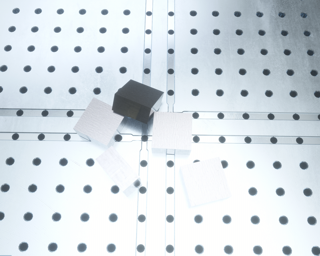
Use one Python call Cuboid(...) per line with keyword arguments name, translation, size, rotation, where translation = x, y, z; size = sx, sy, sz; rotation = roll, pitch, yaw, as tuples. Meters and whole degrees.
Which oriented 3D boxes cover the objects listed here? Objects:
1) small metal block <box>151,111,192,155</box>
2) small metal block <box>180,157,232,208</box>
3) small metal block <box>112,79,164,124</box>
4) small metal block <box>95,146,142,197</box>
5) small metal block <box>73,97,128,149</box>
Cuboid(name="small metal block", translation=(0.016, 0.007, 0.409), size=(0.050, 0.025, 0.050), rotation=(3, 70, 1))
Cuboid(name="small metal block", translation=(0.055, 0.068, 0.387), size=(0.050, 0.025, 0.050), rotation=(-13, 71, -5))
Cuboid(name="small metal block", translation=(-0.028, -0.036, 0.412), size=(0.050, 0.025, 0.050), rotation=(22, 35, 8))
Cuboid(name="small metal block", translation=(-0.049, 0.054, 0.378), size=(0.025, 0.050, 0.050), rotation=(-40, 75, -13))
Cuboid(name="small metal block", translation=(-0.078, -0.005, 0.413), size=(0.050, 0.025, 0.050), rotation=(26, 72, 9))
